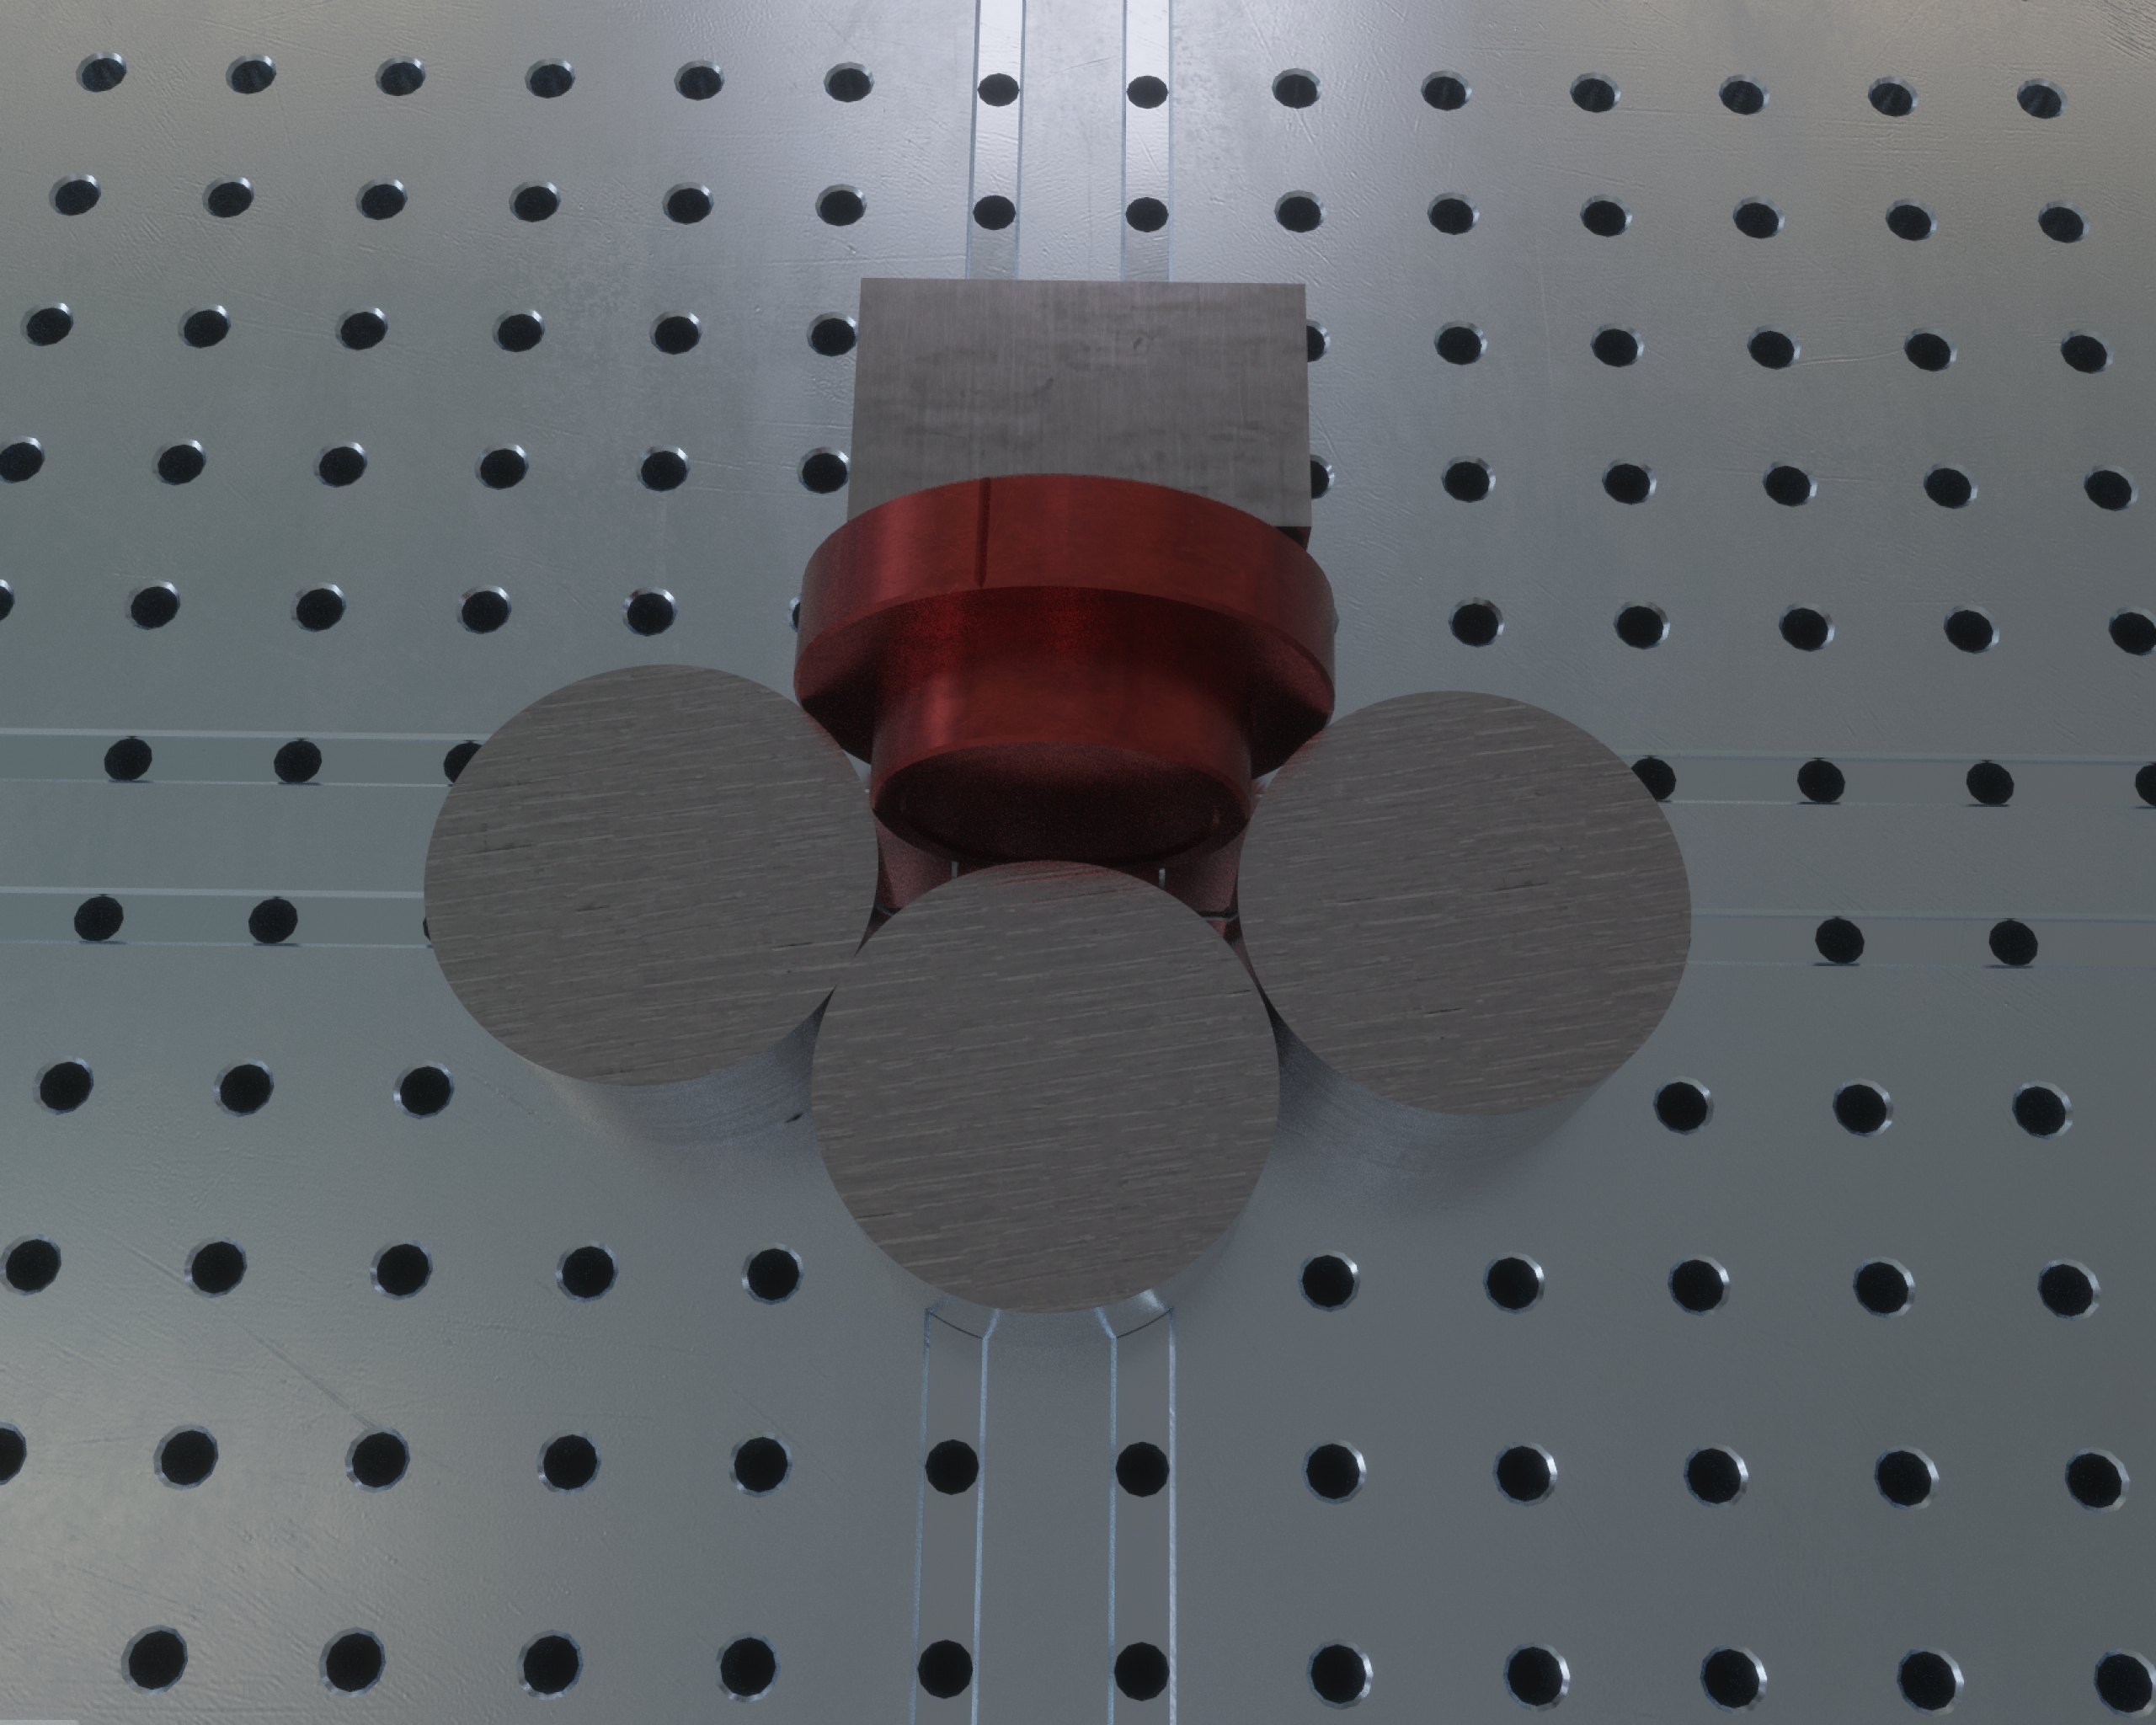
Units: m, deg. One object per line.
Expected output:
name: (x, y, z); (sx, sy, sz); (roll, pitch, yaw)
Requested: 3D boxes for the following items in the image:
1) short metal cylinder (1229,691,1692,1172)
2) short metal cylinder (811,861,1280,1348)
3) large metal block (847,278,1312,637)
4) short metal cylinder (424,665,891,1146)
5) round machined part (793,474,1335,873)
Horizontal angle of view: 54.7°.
short metal cylinder: (0.069, 0.014, 0.394); (0.081, 0.050, 0.080); (0, 70, 0)
short metal cylinder: (-0.005, 0.045, 0.382); (0.081, 0.050, 0.080); (0, 70, 0)
large metal block: (0.001, -0.069, 0.407); (0.081, 0.080, 0.050); (1, 70, 0)
short metal cylinder: (-0.076, 0.009, 0.395); (0.081, 0.050, 0.080); (0, 70, 0)
round machined part: (-0.003, -0.028, 0.381); (0.099, 0.098, 0.042); (2, 70, 0)
